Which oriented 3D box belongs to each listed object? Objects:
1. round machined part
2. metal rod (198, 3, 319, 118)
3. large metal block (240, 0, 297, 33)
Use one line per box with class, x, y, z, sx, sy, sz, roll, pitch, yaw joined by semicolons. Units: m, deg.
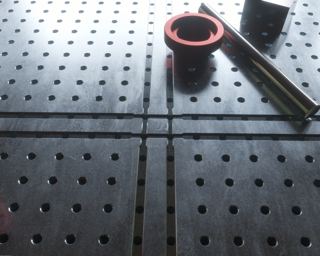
round machined part;0.056;-0.150;0.523;0.099;0.042;0.098;0;50;0
metal rod;0.148;-0.127;0.514;0.025;0.025;0.300;-19;53;-16
large metal block;0.211;-0.234;0.590;0.080;0.050;0.080;25;54;19
